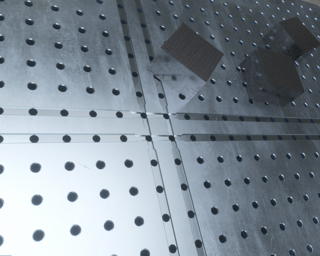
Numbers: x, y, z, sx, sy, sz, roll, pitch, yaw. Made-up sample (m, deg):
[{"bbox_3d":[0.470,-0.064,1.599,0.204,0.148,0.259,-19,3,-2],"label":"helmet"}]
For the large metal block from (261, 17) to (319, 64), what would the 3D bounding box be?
[{"bbox_3d":[0.275,-0.180,0.648,0.081,0.050,0.080,-27,77,-37],"label":"large metal block"}]

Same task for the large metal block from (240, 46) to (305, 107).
[{"bbox_3d":[0.198,-0.090,0.552,0.081,0.050,0.080,9,58,-24],"label":"large metal block"}]

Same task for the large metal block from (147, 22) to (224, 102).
[{"bbox_3d":[0.040,-0.102,0.475,0.080,0.050,0.080,37,51,-4],"label":"large metal block"}]
